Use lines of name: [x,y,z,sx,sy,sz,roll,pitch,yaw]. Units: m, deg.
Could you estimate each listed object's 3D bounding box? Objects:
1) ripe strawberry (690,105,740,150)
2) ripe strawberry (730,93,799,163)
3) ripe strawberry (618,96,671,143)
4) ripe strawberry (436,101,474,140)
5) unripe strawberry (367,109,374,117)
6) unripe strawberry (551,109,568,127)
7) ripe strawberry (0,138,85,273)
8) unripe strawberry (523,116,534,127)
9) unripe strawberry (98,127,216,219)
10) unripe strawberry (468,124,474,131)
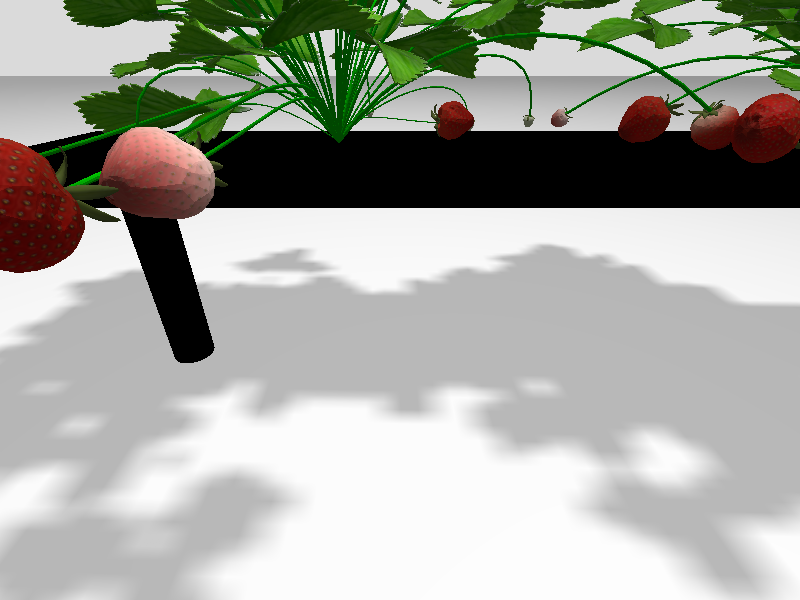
ripe strawberry: [0.238,-0.128,0.302,0.030,0.031,0.029,-33,22,22]
ripe strawberry: [0.226,-0.106,0.250,0.038,0.040,0.035,-14,33,-21]
ripe strawberry: [0.195,-0.143,0.323,0.035,0.035,0.033,-30,26,17]
ripe strawberry: [0.045,-0.147,0.328,0.030,0.029,0.033,-2,31,-4]
unripe strawberry: [-0.035,-0.215,0.460,0.009,0.010,0.010,3,31,5]
unripe strawberry: [0.158,-0.180,0.398,0.016,0.016,0.014,-22,19,31]
ripe strawberry: [-0.116,-0.026,0.115,0.033,0.038,0.036,8,32,13]
unripe strawberry: [0.123,-0.171,0.383,0.010,0.010,0.011,-11,32,-18]
unripe strawberry: [-0.095,-0.048,0.154,0.040,0.034,0.040,7,32,11]
unripe strawberry: [0.058,-0.148,0.340,0.010,0.010,0.009,-5,31,-8]
